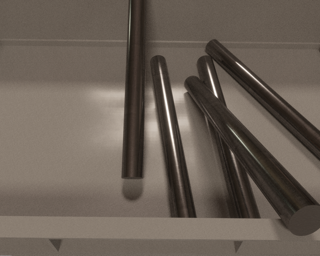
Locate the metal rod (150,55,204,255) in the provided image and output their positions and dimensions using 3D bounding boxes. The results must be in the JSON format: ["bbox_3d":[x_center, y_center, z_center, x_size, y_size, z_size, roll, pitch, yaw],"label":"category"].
[{"bbox_3d":[0.014,0.008,0.398,0.025,0.025,0.300,-5,50,-4],"label":"metal rod"}]

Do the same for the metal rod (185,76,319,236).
[{"bbox_3d":[0.071,-0.004,0.329,0.025,0.025,0.300,-7,26,-6],"label":"metal rod"}]

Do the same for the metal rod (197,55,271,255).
[{"bbox_3d":[0.084,0.008,0.398,0.025,0.025,0.300,-3,50,-3],"label":"metal rod"}]

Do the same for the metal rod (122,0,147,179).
[{"bbox_3d":[-0.031,-0.086,0.399,0.025,0.025,0.299,0,74,0],"label":"metal rod"}]

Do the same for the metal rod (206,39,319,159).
[{"bbox_3d":[0.159,-0.038,0.438,0.025,0.025,0.300,-23,54,-18],"label":"metal rod"}]
